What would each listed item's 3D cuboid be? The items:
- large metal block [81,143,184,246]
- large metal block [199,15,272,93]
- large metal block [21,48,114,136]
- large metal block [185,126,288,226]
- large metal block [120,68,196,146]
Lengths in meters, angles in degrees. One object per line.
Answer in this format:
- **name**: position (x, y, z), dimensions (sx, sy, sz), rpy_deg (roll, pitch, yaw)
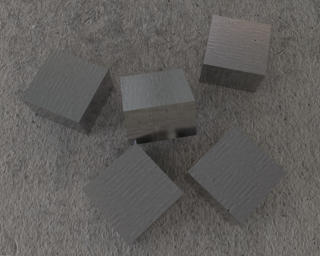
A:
- **large metal block**: position (-0.030, 0.078, 0.366), dimensions (0.080, 0.050, 0.080), rpy_deg (-41, 75, -14)
- **large metal block**: position (0.104, -0.103, 0.433), dimensions (0.080, 0.050, 0.080), rpy_deg (12, 70, 4)
- **large metal block**: position (-0.118, -0.047, 0.411), dimensions (0.080, 0.050, 0.080), rpy_deg (22, 71, 7)
- **large metal block**: position (0.088, 0.058, 0.374), dimensions (0.080, 0.050, 0.080), rpy_deg (-43, 76, -14)
- **large metal block**: position (-0.004, -0.029, 0.387), dimensions (0.081, 0.050, 0.080), rpy_deg (-9, 38, -3)
